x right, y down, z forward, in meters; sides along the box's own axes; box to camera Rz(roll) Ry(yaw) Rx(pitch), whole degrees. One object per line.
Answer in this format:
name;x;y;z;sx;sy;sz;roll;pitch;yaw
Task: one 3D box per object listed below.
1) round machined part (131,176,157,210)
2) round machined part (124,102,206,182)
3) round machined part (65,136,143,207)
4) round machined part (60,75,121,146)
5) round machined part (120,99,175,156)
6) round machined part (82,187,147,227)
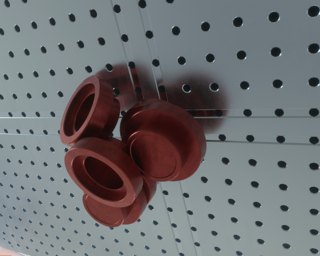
round machined part;-0.058;0.085;0.457;0.098;0.042;0.097;13;124;21
round machined part;0.000;0.023;0.359;0.098;0.042;0.097;13;123;21
round machined part;-0.064;0.049;0.382;0.098;0.042;0.097;17;134;19
round machined part;-0.090;-0.017;0.413;0.042;0.098;0.098;26;138;-35
round machined part;-0.009;0.016;0.388;0.098;0.042;0.097;13;124;21
round machined part;-0.071;0.104;0.448;0.098;0.042;0.097;13;124;21
